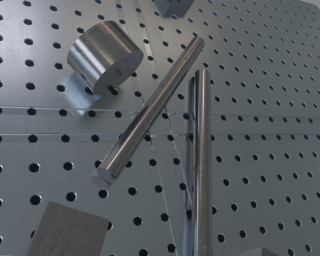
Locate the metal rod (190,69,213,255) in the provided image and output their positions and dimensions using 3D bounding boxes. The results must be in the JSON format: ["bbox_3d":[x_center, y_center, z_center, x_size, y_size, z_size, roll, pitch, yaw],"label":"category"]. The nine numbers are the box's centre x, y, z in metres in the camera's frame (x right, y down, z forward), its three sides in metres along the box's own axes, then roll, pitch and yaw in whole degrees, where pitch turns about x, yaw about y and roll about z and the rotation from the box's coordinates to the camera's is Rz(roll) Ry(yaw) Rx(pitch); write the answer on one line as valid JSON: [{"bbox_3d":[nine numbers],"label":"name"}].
[{"bbox_3d":[0.056,0.039,0.414,0.025,0.025,0.300,18,55,-18],"label":"metal rod"}]

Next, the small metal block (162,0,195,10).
[{"bbox_3d":[0.029,-0.248,0.575,0.050,0.025,0.050,-14,69,-34],"label":"small metal block"}]

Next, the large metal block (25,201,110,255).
[{"bbox_3d":[-0.087,0.116,0.255,0.050,0.080,0.080,23,53,-15],"label":"large metal block"}]

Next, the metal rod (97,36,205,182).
[{"bbox_3d":[0.003,-0.047,0.438,0.025,0.025,0.301,36,51,-5],"label":"metal rod"}]

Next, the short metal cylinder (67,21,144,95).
[{"bbox_3d":[-0.068,-0.086,0.389,0.050,0.080,0.081,49,51,6],"label":"short metal cylinder"}]

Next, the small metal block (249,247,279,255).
[{"bbox_3d":[0.131,0.179,0.370,0.050,0.025,0.050,31,52,-8],"label":"small metal block"}]
